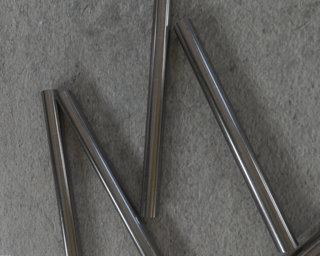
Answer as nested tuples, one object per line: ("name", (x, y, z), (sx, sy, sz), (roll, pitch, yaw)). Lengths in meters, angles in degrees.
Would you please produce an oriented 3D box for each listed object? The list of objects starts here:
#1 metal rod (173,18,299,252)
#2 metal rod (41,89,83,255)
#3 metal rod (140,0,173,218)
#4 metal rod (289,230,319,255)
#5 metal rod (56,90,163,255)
("metal rod", (0.088, 0.002, 0.377), (0.025, 0.025, 0.299), (-26, 82, 18))
("metal rod", (-0.141, 0.092, 0.457), (0.025, 0.025, 0.298), (-11, 86, 19))
("metal rod", (-0.004, -0.033, 0.409), (0.025, 0.025, 0.298), (4, 91, 19))
("metal rod", (0.165, 0.148, 0.350), (0.025, 0.025, 0.299), (45, 104, 14))
("metal rod", (-0.066, 0.078, 0.430), (0.025, 0.025, 0.299), (-34, 79, 16))
